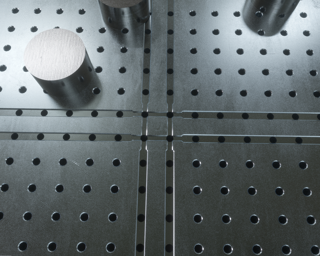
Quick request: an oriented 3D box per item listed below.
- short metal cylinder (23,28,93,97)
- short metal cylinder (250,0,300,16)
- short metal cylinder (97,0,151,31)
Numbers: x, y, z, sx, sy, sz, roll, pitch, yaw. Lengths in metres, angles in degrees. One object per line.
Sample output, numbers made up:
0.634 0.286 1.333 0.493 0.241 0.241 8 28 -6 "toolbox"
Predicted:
-0.138 -0.089 0.430 0.081 0.050 0.080 0 70 0 "short metal cylinder"
0.186 -0.224 0.481 0.081 0.050 0.080 0 70 0 "short metal cylinder"
-0.055 -0.197 0.470 0.081 0.050 0.080 0 70 0 "short metal cylinder"
